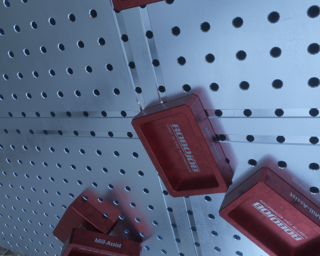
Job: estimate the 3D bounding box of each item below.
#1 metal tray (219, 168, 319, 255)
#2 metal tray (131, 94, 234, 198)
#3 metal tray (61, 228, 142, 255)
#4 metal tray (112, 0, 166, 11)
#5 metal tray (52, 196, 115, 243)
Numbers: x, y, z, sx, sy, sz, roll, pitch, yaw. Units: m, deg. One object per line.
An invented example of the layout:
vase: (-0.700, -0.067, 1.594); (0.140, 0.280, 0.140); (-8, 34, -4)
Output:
metal tray: (0.155, 0.122, 0.401); (0.130, 0.030, 0.090); (38, 129, 2)
metal tray: (0.030, 0.029, 0.410); (0.090, 0.030, 0.130); (-15, 111, 34)
metal tray: (-0.109, 0.230, 0.572); (0.131, 0.030, 0.089); (19, 132, -16)
metal tray: (0.003, -0.173, 0.299); (0.130, 0.030, 0.090); (-1, 118, 28)
metal tray: (-0.154, 0.201, 0.615); (0.090, 0.030, 0.129); (39, 129, 2)
